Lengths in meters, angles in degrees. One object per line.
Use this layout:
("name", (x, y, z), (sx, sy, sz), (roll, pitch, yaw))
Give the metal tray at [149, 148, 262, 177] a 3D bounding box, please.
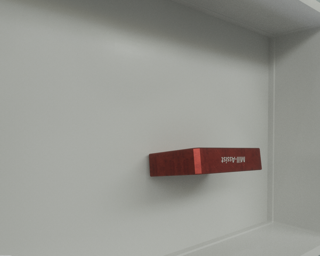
("metal tray", (0.062, 0.046, 0.416), (0.131, 0.090, 0.030), (3, 79, -40))
